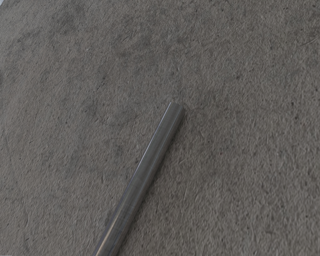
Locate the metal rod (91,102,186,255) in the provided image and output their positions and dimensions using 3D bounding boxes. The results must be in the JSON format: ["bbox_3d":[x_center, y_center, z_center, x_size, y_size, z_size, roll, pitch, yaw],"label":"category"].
[{"bbox_3d":[-0.042,0.101,0.363,0.025,0.025,0.300,15,69,34],"label":"metal rod"}]
